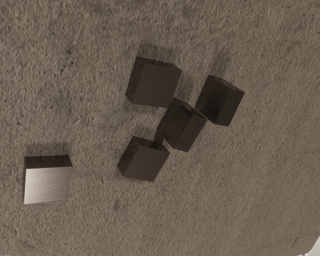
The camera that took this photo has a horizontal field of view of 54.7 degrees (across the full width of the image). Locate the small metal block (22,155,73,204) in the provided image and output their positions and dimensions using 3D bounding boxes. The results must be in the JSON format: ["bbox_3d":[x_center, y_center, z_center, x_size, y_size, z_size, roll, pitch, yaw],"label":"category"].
[{"bbox_3d":[-0.136,0.061,0.371,0.050,0.025,0.050,0,118,-29],"label":"small metal block"}]

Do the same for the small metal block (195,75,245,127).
[{"bbox_3d":[0.078,-0.037,0.412,0.025,0.050,0.050,8,114,-32],"label":"small metal block"}]

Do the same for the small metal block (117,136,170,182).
[{"bbox_3d":[-0.023,0.043,0.423,0.050,0.025,0.050,18,109,-36],"label":"small metal block"}]

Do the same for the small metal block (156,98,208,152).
[{"bbox_3d":[0.027,-0.004,0.405,0.025,0.050,0.050,18,109,-36],"label":"small metal block"}]

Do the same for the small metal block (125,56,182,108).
[{"bbox_3d":[-0.008,-0.054,0.371,0.050,0.025,0.050,5,116,-31],"label":"small metal block"}]
